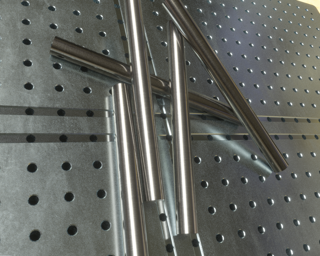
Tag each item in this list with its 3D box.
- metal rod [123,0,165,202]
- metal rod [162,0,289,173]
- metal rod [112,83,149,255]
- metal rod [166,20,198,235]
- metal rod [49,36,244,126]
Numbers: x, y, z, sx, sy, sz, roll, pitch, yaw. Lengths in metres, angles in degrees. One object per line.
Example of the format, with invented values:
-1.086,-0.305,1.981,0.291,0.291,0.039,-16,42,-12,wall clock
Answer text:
-0.024,-0.057,0.403,0.025,0.025,0.299,3,69,-27,metal rod
0.099,-0.060,0.454,0.299,0.025,0.025,54,51,-8,metal rod
-0.032,0.079,0.343,0.025,0.025,0.299,6,59,-26,metal rod
0.027,-0.017,0.410,0.025,0.025,0.299,9,65,-24,metal rod
-0.002,-0.060,0.445,0.302,0.025,0.025,19,54,-18,metal rod
